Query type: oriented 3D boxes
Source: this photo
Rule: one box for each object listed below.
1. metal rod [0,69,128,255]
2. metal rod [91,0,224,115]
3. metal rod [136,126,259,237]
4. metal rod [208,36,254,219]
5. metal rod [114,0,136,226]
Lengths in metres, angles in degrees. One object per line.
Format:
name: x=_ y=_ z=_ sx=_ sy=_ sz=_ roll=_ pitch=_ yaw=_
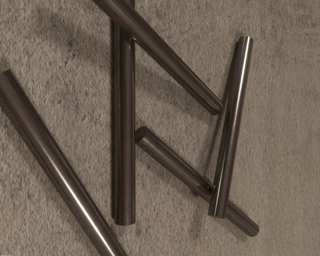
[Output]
metal rod: x=-0.087 y=0.078 z=0.332 sx=0.025 sy=0.025 sz=0.299 roll=-40 pitch=114 yaw=-33
metal rod: x=-0.001 y=-0.095 z=0.378 sx=0.301 sy=0.025 sz=0.025 roll=36 pitch=68 yaw=-43
metal rod: x=0.069 y=0.093 z=0.464 sx=0.300 sy=0.025 sz=0.025 roll=42 pitch=64 yaw=-32
metal rod: x=0.114 y=-0.012 z=0.483 sx=0.025 sy=0.025 sz=0.299 roll=29 pitch=66 yaw=-37
metal rod: x=-0.042 y=-0.036 z=0.370 sx=0.025 sy=0.025 sz=0.298 roll=0 pitch=90 yaw=-40
